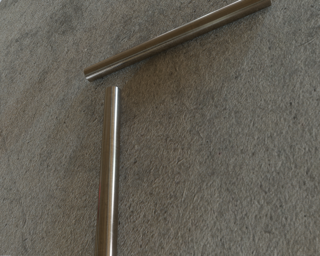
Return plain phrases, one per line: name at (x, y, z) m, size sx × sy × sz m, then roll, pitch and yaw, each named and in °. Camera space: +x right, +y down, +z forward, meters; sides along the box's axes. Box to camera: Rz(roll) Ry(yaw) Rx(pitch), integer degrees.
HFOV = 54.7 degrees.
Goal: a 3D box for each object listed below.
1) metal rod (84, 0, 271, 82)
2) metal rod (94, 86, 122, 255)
metal rod at (0.016, -0.136, 0.477) m, size 0.301 × 0.025 × 0.025 m, roll -19°, pitch 54°, yaw 16°
metal rod at (-0.065, 0.070, 0.392) m, size 0.025 × 0.025 × 0.299 m, roll -16°, pitch 55°, yaw 19°
